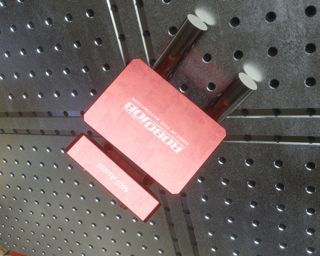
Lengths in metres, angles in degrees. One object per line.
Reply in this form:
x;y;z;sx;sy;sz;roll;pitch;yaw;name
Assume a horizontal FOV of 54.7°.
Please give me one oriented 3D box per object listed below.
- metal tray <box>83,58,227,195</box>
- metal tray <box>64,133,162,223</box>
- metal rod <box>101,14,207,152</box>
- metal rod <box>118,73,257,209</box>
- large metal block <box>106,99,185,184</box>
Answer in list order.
-0.005;-0.002;0.341;0.130;0.030;0.090;40;85;0;metal tray
-0.060;0.062;0.410;0.130;0.030;0.090;42;173;-2;metal tray
-0.036;-0.021;0.416;0.025;0.025;0.298;40;129;0;metal rod
0.017;0.037;0.424;0.025;0.025;0.298;41;129;0;metal rod
-0.016;0.016;0.392;0.050;0.080;0.080;41;129;0;large metal block
